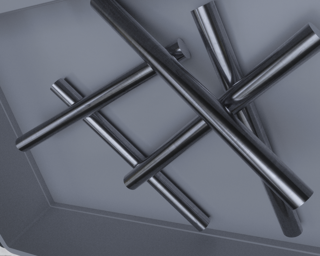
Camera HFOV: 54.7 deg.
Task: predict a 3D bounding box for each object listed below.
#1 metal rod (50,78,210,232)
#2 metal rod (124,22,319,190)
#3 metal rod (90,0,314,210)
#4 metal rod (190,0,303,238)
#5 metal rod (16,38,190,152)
[{"bbox_3d":[-0.041,0.041,0.455,0.300,0.025,0.025,44,129,-3],"label":"metal rod"},{"bbox_3d":[0.045,-0.001,0.350,0.025,0.025,0.299,45,129,-3],"label":"metal rod"},{"bbox_3d":[0.028,-0.041,0.315,0.300,0.025,0.025,47,131,16],"label":"metal rod"},{"bbox_3d":[0.107,0.005,0.355,0.025,0.025,0.299,-15,111,34],"label":"metal rod"},{"bbox_3d":[-0.093,-0.031,0.411,0.300,0.025,0.025,-25,105,28],"label":"metal rod"}]
